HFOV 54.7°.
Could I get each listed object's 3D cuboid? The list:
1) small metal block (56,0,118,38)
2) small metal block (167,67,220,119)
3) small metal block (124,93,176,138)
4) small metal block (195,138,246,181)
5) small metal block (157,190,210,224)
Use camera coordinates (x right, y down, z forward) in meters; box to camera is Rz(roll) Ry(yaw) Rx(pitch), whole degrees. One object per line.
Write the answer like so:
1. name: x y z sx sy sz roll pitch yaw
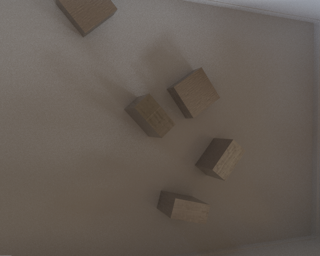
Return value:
1. small metal block: -0.089 -0.148 0.376 0.050 0.025 0.050 -42 106 -12
2. small metal block: 0.046 -0.048 0.429 0.050 0.025 0.050 -37 102 -16
3. small metal block: -0.014 -0.015 0.393 0.025 0.050 0.050 -45 105 -14
4. small metal block: 0.082 0.042 0.429 0.025 0.050 0.050 41 77 -16
5. small metal block: 0.030 0.104 0.410 0.050 0.050 0.025 16 85 -20
